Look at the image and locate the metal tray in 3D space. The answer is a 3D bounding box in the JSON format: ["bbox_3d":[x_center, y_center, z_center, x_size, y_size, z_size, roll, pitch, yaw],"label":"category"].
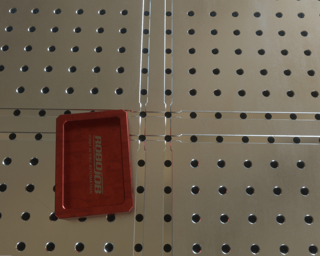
[{"bbox_3d":[-0.082,0.044,0.391,0.091,0.030,0.129,-5,70,-3],"label":"metal tray"}]
